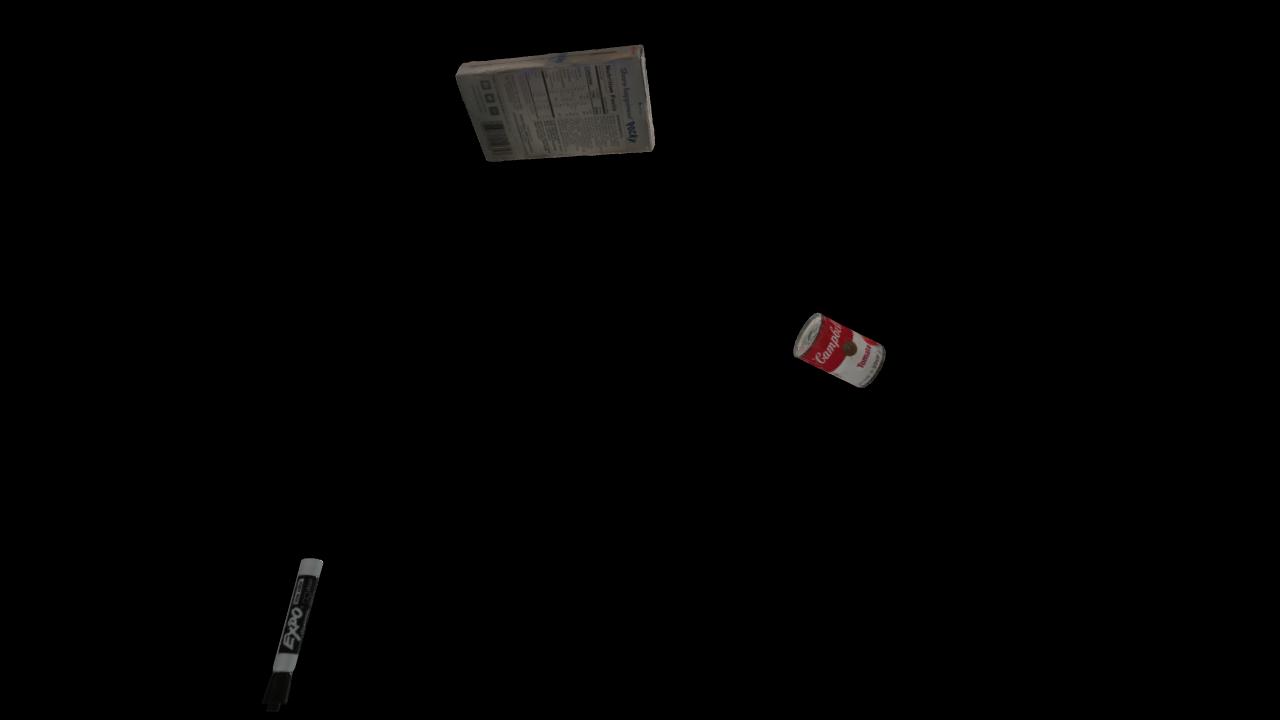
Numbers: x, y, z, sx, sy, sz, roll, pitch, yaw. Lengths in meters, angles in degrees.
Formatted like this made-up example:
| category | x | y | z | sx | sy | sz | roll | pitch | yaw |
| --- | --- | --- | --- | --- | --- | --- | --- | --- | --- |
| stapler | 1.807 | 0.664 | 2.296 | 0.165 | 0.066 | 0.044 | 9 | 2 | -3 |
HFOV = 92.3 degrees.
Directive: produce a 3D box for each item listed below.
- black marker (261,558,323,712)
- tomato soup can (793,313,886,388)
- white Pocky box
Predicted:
| category | x | y | z | sx | sy | sz | roll | pitch | yaw |
| --- | --- | --- | --- | --- | --- | --- | --- | --- | --- |
| black marker | -0.300 | 0.235 | 0.532 | 0.020 | 0.121 | 0.020 | -1 | -33 | -1 |
| tomato soup can | 0.268 | -0.012 | 0.829 | 0.101 | 0.068 | 0.068 | 26 | -3 | -6 |
| white Pocky box | -0.068 | -0.213 | 0.519 | 0.154 | 0.028 | 0.084 | -1 | -40 | 9 |
